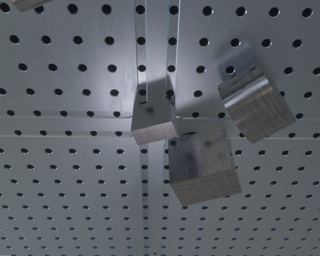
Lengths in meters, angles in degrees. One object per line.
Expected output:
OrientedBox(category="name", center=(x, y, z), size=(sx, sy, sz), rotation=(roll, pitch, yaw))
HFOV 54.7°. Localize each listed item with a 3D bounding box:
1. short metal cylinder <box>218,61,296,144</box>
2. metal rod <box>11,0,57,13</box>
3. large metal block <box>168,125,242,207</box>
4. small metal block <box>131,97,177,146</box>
OrientedBox(category="short metal cylinder", center=(0.110, -0.029, 0.352), size=(0.050, 0.080, 0.080), rotation=(-32, 123, 24))
OrientedBox(category="metal rod", center=(0.003, -0.163, 0.272), size=(0.301, 0.025, 0.025), rotation=(-15, 129, 12))
OrientedBox(category="large metal block", center=(0.058, 0.050, 0.419), size=(0.080, 0.080, 0.050), rotation=(-17, 128, 13))
OrientedBox(category="small metal block", center=(-0.007, -0.009, 0.388), size=(0.050, 0.050, 0.025), rotation=(-14, 129, 11))
